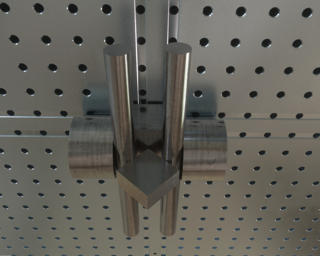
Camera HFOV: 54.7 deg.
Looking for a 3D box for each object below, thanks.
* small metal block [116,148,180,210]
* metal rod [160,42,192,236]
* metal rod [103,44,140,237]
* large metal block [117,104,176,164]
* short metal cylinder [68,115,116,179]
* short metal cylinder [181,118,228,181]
[{"bbox_3d":[-0.014,0.057,0.357,0.050,0.050,0.025,33,140,31],"label":"small metal block"},{"bbox_3d":[0.014,0.041,0.377,0.025,0.025,0.298,0,130,-1],"label":"metal rod"},{"bbox_3d":[-0.041,0.042,0.377,0.025,0.025,0.298,0,130,-1],"label":"metal rod"},{"bbox_3d":[-0.014,0.016,0.404,0.081,0.050,0.079,1,130,-1],"label":"large metal block"},{"bbox_3d":[-0.080,0.023,0.390,0.050,0.080,0.079,1,130,-1],"label":"short metal cylinder"},{"bbox_3d":[0.052,0.027,0.394,0.050,0.080,0.079,1,130,0],"label":"short metal cylinder"}]
